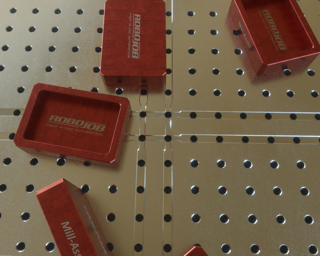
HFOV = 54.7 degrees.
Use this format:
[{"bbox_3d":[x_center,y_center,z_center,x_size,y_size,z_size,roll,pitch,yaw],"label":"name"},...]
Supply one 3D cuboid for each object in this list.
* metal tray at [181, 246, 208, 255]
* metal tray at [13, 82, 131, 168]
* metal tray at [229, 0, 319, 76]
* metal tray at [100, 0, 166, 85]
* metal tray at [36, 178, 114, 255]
[{"bbox_3d":[0.048,0.208,0.334,0.090,0.030,0.130,-36,74,-13],"label":"metal tray"},{"bbox_3d":[-0.111,-0.004,0.409,0.131,0.030,0.090,10,70,3],"label":"metal tray"},{"bbox_3d":[0.169,-0.150,0.465,0.091,0.030,0.130,-14,71,-6],"label":"metal tray"},{"bbox_3d":[-0.037,-0.127,0.455,0.091,0.030,0.130,0,70,-1],"label":"metal tray"},{"bbox_3d":[-0.080,0.124,0.330,0.030,0.090,0.130,-27,73,-10],"label":"metal tray"}]
